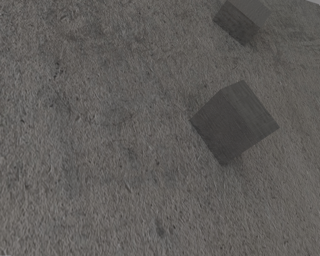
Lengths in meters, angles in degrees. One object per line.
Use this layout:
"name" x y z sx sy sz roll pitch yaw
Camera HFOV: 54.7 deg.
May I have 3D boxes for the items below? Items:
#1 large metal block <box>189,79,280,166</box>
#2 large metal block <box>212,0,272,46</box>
"large metal block" 0.099 -0.006 0.425 0.050 0.080 0.080 -25 76 -37
"large metal block" 0.162 -0.220 0.609 0.080 0.050 0.080 40 51 -1
